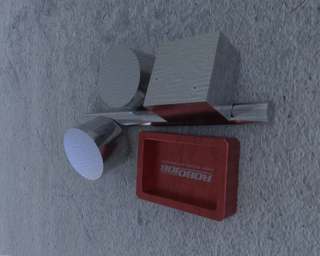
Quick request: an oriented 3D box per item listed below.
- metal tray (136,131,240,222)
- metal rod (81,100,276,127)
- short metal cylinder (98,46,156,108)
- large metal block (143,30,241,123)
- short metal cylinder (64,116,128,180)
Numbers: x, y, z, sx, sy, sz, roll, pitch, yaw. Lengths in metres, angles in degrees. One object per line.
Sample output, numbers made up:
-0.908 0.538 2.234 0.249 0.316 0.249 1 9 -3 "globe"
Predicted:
0.029 0.052 0.378 0.130 0.030 0.089 5 93 39 "metal tray"
-0.002 -0.014 0.410 0.300 0.025 0.025 -1 90 40 "metal rod"
-0.039 -0.066 0.422 0.080 0.050 0.080 0 89 40 "short metal cylinder"
0.036 -0.053 0.344 0.080 0.050 0.080 -1 68 40 "large metal block"
-0.093 0.028 0.451 0.080 0.050 0.079 18 121 32 "short metal cylinder"
